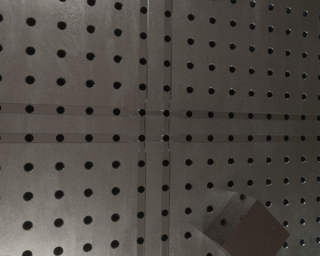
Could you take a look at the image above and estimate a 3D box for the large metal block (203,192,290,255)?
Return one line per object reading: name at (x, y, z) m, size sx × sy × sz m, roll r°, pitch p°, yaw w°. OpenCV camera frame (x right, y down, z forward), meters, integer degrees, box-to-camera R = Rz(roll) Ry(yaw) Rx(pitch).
large metal block at (0.125, 0.153, 0.448) m, size 0.080 × 0.050 × 0.080 m, roll 46°, pitch 75°, yaw -15°
